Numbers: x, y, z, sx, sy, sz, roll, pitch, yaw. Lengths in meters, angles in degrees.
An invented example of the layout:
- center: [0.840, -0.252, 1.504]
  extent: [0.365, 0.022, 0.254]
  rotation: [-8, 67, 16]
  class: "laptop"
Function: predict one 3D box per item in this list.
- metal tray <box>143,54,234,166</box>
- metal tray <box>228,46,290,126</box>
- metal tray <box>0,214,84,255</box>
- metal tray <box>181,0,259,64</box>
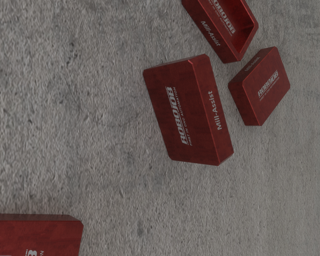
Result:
- center: [0.034, -0.020, 0.390]
  extent: [0.030, 0.090, 0.129]
  rotation: [-29, 108, -36]
  class: "metal tray"
- center: [0.181, -0.075, 0.552]
  extent: [0.131, 0.030, 0.090]
  rotation: [-44, 117, -31]
  class: "metal tray"
- center: [-0.131, 0.150, 0.292]
  extent: [0.091, 0.030, 0.129]
  rotation: [15, 81, -39]
  class: "metal tray"
- center: [0.098, -0.177, 0.482]
  extent: [0.130, 0.030, 0.090]
  rotation: [45, 63, -31]
  class: "metal tray"
